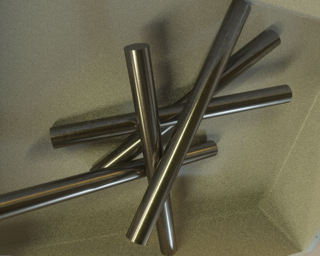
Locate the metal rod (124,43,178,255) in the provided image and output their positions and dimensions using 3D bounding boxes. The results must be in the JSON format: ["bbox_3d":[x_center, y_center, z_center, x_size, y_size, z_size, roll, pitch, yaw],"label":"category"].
[{"bbox_3d":[-0.005,0.048,0.377,0.025,0.025,0.298,-19,122,-18],"label":"metal rod"}]

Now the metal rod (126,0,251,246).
[{"bbox_3d":[0.036,-0.012,0.357,0.025,0.025,0.299,29,82,-38],"label":"metal rod"}]

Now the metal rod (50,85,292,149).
[{"bbox_3d":[0.023,-0.017,0.381,0.302,0.025,0.025,-11,124,-12],"label":"metal rod"}]

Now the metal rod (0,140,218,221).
[{"bbox_3d":[-0.043,0.055,0.385,0.303,0.025,0.025,-11,124,-35],"label":"metal rod"}]

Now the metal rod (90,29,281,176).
[{"bbox_3d":[0.035,-0.029,0.409,0.301,0.025,0.025,-38,129,-3],"label":"metal rod"}]
